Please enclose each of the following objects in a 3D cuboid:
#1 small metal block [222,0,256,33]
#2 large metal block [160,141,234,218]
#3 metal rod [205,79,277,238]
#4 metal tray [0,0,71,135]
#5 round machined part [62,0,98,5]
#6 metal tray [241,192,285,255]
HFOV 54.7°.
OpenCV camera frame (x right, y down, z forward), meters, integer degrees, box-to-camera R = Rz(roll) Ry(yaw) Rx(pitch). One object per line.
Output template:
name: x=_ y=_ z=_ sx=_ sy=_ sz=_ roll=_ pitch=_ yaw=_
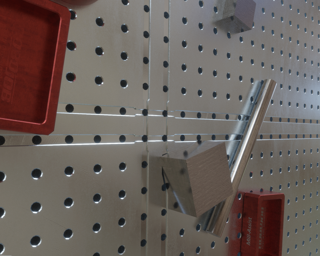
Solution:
small metal block: x=0.135 y=-0.198 z=0.525 sx=0.050 sy=0.025 sz=0.050 roll=20 pitch=77 yaw=-39
large metal block: x=0.054 y=0.068 z=0.441 sx=0.081 sy=0.050 sz=0.079 roll=-19 pitch=103 yaw=-39
metal rod: x=0.146 y=0.040 z=0.534 sx=0.025 sy=0.025 sz=0.300 roll=41 pitch=65 yaw=-33
metal tray: x=-0.140 y=-0.063 z=0.289 sx=0.091 sy=0.030 sz=0.129 roll=11 pitch=83 yaw=-40
round machined part: x=-0.085 y=-0.186 z=0.327 sx=0.099 sy=0.042 sz=0.097 roll=0 pitch=90 yaw=-40
metal tray: x=0.190 y=0.184 z=0.568 sx=0.091 sy=0.030 sz=0.129 roll=8 pitch=85 yaw=-40
